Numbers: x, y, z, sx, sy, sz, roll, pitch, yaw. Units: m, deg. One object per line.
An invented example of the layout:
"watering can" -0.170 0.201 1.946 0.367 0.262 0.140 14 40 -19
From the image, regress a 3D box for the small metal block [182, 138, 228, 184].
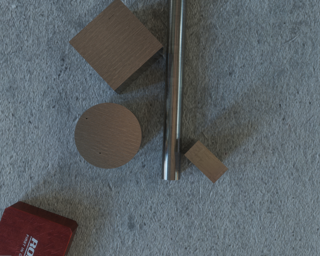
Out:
"small metal block" 0.056 0.041 0.398 0.050 0.050 0.025 44 90 -1

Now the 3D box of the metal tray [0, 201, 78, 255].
"metal tray" -0.174 0.173 0.405 0.090 0.030 0.129 20 90 -1

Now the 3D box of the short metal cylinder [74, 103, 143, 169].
"short metal cylinder" -0.063 0.009 0.397 0.081 0.050 0.079 0 90 -1

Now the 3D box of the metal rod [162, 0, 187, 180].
"metal rod" 0.020 -0.082 0.410 0.025 0.025 0.298 2 90 -1

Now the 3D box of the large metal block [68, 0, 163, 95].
"large metal block" -0.053 -0.101 0.397 0.080 0.050 0.080 -43 91 0
